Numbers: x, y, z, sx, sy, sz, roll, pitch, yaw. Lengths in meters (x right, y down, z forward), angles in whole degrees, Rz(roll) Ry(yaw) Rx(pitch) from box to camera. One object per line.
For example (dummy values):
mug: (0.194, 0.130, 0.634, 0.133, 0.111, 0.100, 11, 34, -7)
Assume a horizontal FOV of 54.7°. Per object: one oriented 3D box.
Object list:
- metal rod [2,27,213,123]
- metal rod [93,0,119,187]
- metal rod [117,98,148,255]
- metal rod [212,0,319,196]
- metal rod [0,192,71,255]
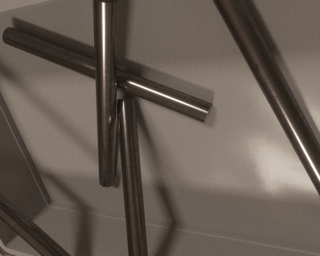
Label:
metal rod: (-0.077, -0.074, 0.402, 0.301, 0.025, 0.025, 23, 127, 14)
metal rod: (-0.070, -0.020, 0.404, 0.025, 0.025, 0.298, 23, 135, 14)
metal rod: (-0.033, 0.111, 0.405, 0.025, 0.025, 0.298, -6, 87, 30)
metal rod: (0.140, -0.009, 0.328, 0.025, 0.025, 0.299, -24, 106, 36)
metal rod: (-0.217, 0.121, 0.442, 0.300, 0.025, 0.025, 43, 129, -2)
